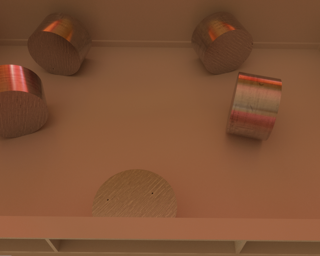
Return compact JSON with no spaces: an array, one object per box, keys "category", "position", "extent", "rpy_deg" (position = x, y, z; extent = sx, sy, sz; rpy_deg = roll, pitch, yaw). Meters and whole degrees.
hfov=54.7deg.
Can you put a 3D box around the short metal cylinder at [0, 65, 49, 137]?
[{"category":"short metal cylinder","position":[-0.188,-0.033,0.395],"extent":[0.081,0.080,0.050],"rpy_deg":[-16,52,-14]}]

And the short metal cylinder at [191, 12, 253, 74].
[{"category":"short metal cylinder","position":[0.096,-0.131,0.481],"extent":[0.081,0.080,0.050],"rpy_deg":[-14,52,-12]}]

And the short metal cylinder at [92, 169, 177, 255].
[{"category":"short metal cylinder","position":[-0.024,0.089,0.314],"extent":[0.081,0.050,0.080],"rpy_deg":[0,50,0]}]

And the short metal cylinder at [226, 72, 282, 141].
[{"category":"short metal cylinder","position":[0.117,-0.028,0.394],"extent":[0.050,0.080,0.080],"rpy_deg":[12,51,10]}]

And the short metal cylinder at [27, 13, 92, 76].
[{"category":"short metal cylinder","position":[-0.152,-0.127,0.474],"extent":[0.080,0.080,0.050],"rpy_deg":[9,51,7]}]
